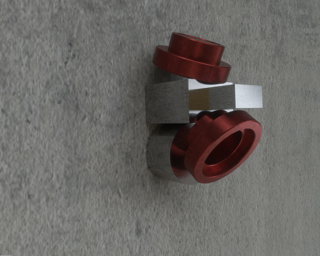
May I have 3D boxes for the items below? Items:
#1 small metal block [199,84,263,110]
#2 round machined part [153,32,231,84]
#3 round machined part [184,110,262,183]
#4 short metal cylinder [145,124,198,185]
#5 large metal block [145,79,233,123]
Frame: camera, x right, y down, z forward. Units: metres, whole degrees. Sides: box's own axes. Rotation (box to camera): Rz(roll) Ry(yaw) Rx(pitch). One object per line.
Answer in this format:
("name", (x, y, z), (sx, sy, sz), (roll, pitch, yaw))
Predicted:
("small metal block", (0.081, -0.034, 0.355), (0.050, 0.050, 0.025), (-4, 92, -40))
("round machined part", (0.043, -0.092, 0.391), (0.099, 0.098, 0.042), (-3, 117, -40))
("round machined part", (0.069, 0.017, 0.369), (0.099, 0.042, 0.097), (-24, 141, -21))
("short metal cylinder", (0.027, 0.033, 0.416), (0.081, 0.050, 0.079), (0, 90, -40))
("large metal block", (0.037, -0.032, 0.403), (0.081, 0.080, 0.050), (-3, 92, -40))
